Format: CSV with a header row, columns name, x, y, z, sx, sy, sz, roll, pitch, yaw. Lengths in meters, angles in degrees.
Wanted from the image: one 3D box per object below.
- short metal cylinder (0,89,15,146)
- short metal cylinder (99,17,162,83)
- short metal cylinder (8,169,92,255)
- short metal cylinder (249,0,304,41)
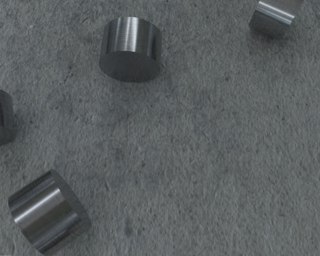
name,x,y,z,sx,sy,sz,roll,pitch,yaw
short metal cylinder,-0.224,-0.011,0.380,0.081,0.080,0.050,-13,71,-5
short metal cylinder,-0.038,-0.102,0.416,0.081,0.080,0.050,3,70,1
short metal cylinder,-0.120,0.092,0.344,0.050,0.080,0.080,-35,74,-12
short metal cylinder,0.170,-0.173,0.444,0.050,0.080,0.080,29,73,10
